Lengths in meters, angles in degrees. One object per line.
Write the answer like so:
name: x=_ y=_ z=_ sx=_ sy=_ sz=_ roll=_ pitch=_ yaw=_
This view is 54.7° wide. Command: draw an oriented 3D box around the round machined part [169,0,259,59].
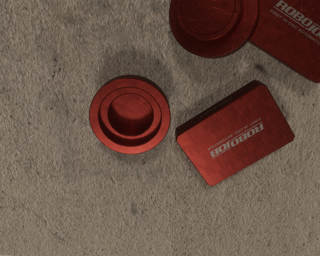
round machined part: x=0.056 y=-0.126 z=0.336 sx=0.098 sy=0.042 sz=0.097 roll=3 pitch=98 yaw=20

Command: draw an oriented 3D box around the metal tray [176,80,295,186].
metal tray: x=0.097 y=0.008 z=0.412 sx=0.130 sy=0.030 sz=0.090 roll=-32 pitch=107 yaw=11

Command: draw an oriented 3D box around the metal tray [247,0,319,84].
metal tray: x=0.161 y=-0.123 z=0.364 sx=0.131 sy=0.030 sz=0.090 roll=28 pitch=107 yaw=-11

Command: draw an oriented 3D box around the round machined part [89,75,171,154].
round machined part: x=-0.036 y=-0.019 z=0.393 sx=0.099 sy=0.042 sz=0.097 roll=0 pitch=110 yaw=-1
